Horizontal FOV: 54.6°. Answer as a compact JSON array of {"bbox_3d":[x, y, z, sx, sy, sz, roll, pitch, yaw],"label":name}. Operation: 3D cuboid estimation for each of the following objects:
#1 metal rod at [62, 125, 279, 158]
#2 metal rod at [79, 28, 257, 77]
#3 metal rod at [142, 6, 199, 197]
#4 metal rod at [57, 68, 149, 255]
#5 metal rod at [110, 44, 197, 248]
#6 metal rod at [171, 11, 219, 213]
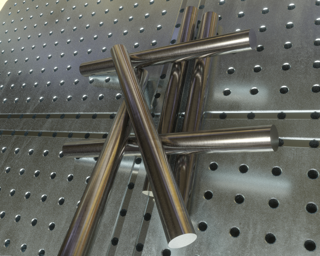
[{"bbox_3d":[-0.015,0.021,0.372,0.300,0.025,0.025,-6,59,37],"label":"metal rod"},{"bbox_3d":[-0.011,-0.102,0.451,0.300,0.025,0.025,0,61,37],"label":"metal rod"},{"bbox_3d":[0.021,-0.054,0.430,0.025,0.025,0.300,-2,61,27],"label":"metal rod"},{"bbox_3d":[-0.050,0.014,0.361,0.025,0.025,0.300,-14,35,21],"label":"metal rod"},{"bbox_3d":[-0.021,-0.009,0.359,0.025,0.025,0.300,-30,47,9],"label":"metal rod"},{"bbox_3d":[0.048,-0.036,0.405,0.025,0.025,0.300,-2,61,27],"label":"metal rod"}]
